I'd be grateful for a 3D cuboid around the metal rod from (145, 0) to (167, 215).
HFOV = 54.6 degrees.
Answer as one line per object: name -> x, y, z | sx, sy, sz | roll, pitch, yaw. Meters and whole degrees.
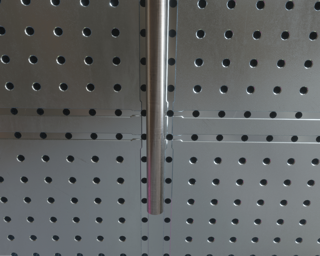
metal rod -> -0.006, -0.019, 0.407 | 0.025, 0.025, 0.298 | 0, 110, 0
